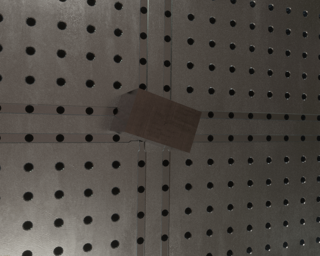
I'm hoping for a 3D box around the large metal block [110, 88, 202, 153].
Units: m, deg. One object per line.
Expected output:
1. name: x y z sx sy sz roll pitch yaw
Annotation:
1. large metal block: -0.008 -0.008 0.381 0.081 0.080 0.050 19 84 -20
